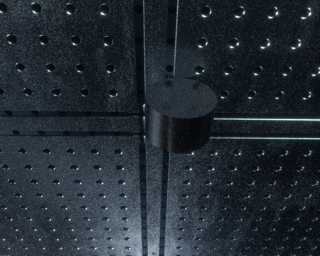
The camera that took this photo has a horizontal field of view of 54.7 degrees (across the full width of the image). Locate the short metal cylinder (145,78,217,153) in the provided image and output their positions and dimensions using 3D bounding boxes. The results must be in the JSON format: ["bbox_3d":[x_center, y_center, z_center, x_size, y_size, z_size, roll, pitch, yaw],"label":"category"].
[{"bbox_3d":[0.022,-0.017,0.362,0.081,0.080,0.050,2,130,-2],"label":"short metal cylinder"}]
